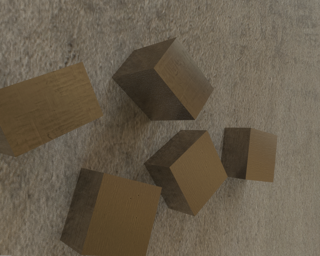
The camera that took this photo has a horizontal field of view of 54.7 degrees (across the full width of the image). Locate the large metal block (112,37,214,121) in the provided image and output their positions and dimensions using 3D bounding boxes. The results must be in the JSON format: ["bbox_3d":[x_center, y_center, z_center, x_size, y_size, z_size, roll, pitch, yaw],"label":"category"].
[{"bbox_3d":[0.003,-0.054,0.374,0.080,0.080,0.050,48,61,-30],"label":"large metal block"}]

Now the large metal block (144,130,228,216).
[{"bbox_3d":[0.038,0.058,0.422,0.080,0.050,0.080,-41,115,-33],"label":"large metal block"}]

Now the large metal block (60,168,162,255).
[{"bbox_3d":[-0.053,0.095,0.346,0.080,0.050,0.080,23,76,-38],"label":"large metal block"}]

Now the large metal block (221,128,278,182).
[{"bbox_3d":[0.149,0.045,0.516,0.081,0.050,0.080,13,82,-40],"label":"large metal block"}]

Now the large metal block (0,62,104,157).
[{"bbox_3d":[-0.112,-0.018,0.276,0.081,0.080,0.050,-30,109,-36],"label":"large metal block"}]
